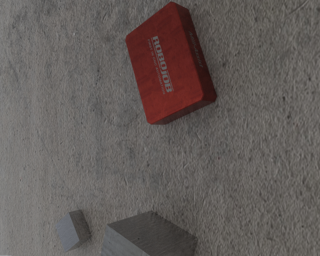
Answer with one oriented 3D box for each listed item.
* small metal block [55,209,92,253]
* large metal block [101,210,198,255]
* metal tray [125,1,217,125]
[{"bbox_3d":[-0.147,0.175,0.527,0.050,0.025,0.050,-44,64,31],"label":"small metal block"},{"bbox_3d":[-0.013,0.150,0.380,0.080,0.081,0.050,20,103,38],"label":"large metal block"},{"bbox_3d":[0.010,-0.078,0.394,0.090,0.030,0.129,-25,74,37],"label":"metal tray"}]
